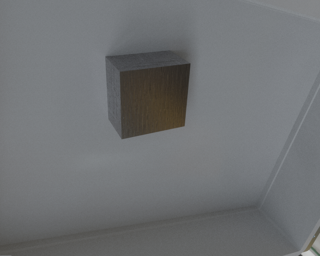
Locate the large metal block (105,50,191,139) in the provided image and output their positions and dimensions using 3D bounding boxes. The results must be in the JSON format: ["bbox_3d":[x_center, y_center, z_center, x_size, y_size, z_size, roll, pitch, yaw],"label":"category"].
[{"bbox_3d":[-0.015,-0.041,0.360,0.081,0.050,0.079,-12,124,-23],"label":"large metal block"}]
